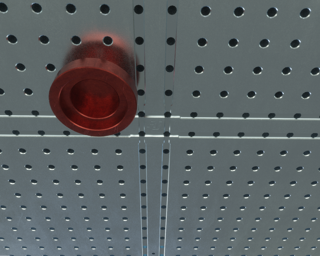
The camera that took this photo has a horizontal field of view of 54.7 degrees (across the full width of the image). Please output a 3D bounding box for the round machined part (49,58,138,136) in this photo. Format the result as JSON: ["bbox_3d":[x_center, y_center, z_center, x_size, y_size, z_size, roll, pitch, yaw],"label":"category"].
[{"bbox_3d":[-0.076,-0.039,0.366,0.099,0.042,0.097,-1,130,0],"label":"round machined part"}]
